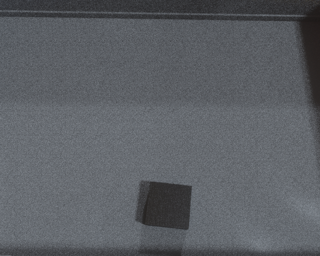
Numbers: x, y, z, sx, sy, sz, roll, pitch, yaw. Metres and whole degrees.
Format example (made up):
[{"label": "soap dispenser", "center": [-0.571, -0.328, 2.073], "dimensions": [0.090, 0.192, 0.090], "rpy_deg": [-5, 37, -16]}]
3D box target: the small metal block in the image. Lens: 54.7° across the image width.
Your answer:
[{"label": "small metal block", "center": [0.011, 0.094, 0.375], "dimensions": [0.050, 0.025, 0.050], "rpy_deg": [6, 70, 2]}]
